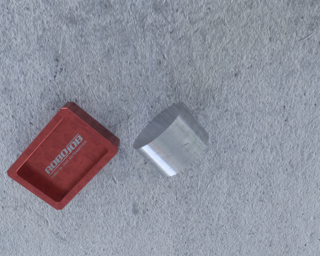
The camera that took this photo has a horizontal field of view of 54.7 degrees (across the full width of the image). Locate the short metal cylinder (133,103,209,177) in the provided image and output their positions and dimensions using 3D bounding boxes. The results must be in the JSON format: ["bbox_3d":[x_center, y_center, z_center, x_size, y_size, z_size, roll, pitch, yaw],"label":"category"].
[{"bbox_3d":[0.013,0.014,0.386,0.080,0.080,0.050,-39,106,13],"label":"short metal cylinder"}]

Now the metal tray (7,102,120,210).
[{"bbox_3d":[-0.129,0.040,0.420,0.090,0.030,0.130,41,105,-14],"label":"metal tray"}]
